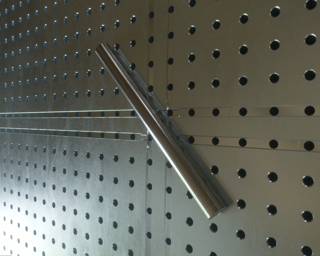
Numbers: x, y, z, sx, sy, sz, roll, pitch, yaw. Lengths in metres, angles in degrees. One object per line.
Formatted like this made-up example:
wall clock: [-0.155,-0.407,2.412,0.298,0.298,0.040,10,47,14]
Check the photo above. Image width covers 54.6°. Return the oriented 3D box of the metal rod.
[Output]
metal rod: [-0.012,-0.012,0.421,0.025,0.025,0.299,-50,61,28]
